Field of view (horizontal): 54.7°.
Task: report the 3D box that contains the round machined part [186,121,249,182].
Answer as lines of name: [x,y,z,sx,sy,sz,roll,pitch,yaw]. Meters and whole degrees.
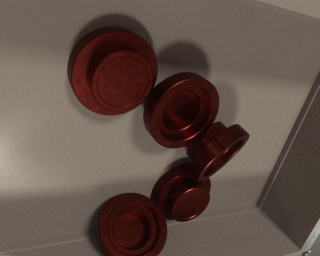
round machined part: [0.076,0.029,0.442,0.098,0.042,0.098,-35,158,-17]

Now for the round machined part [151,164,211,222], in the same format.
round machined part: [0.039,0.109,0.488,0.099,0.042,0.097,-14,125,-21]

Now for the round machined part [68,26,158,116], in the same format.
round machined part: [-0.047,-0.057,0.338,0.099,0.042,0.097,-14,124,-21]

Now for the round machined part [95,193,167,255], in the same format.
round machined part: [-0.043,0.146,0.440,0.099,0.098,0.042,-2,150,-28]

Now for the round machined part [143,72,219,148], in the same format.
round machined part: [0.023,-0.026,0.393,0.099,0.042,0.097,-17,128,-22]
